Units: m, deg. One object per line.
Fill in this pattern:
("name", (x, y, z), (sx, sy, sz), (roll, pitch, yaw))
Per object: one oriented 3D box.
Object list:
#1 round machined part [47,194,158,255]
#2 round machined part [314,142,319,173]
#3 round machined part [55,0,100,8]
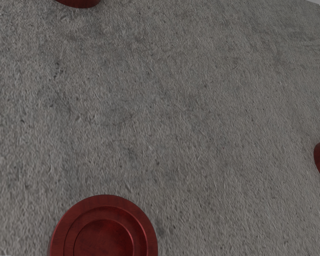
("round machined part", (-0.055, 0.116, 0.292), (0.099, 0.042, 0.098), (14, 56, -21))
("round machined part", (0.316, 0.058, 0.527), (0.099, 0.042, 0.098), (14, 56, -21))
("round machined part", (-0.129, -0.231, 0.464), (0.099, 0.042, 0.098), (14, 56, -21))
